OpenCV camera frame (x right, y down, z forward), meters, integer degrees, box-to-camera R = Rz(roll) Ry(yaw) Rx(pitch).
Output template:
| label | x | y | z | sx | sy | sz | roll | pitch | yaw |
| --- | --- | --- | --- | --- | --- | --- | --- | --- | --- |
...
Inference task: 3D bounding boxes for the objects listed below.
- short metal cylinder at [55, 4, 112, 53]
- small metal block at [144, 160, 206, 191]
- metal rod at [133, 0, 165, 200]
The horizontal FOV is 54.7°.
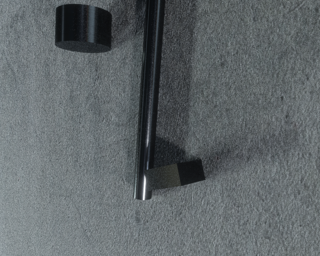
| label | x | y | z | sx | sy | sz | roll | pitch | yaw |
| --- | --- | --- | --- | --- | --- | --- | --- | --- | --- |
| short metal cylinder | -0.113 | -0.145 | 0.460 | 0.080 | 0.081 | 0.050 | 4 | 93 | 39 |
| small metal block | 0.018 | 0.057 | 0.372 | 0.050 | 0.050 | 0.025 | -17 | 79 | 38 |
| metal rod | -0.014 | -0.054 | 0.414 | 0.025 | 0.025 | 0.298 | 7 | 94 | 39 |
